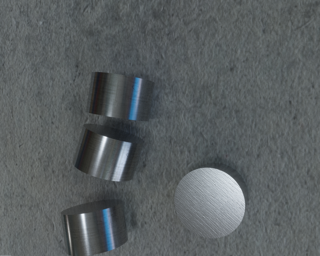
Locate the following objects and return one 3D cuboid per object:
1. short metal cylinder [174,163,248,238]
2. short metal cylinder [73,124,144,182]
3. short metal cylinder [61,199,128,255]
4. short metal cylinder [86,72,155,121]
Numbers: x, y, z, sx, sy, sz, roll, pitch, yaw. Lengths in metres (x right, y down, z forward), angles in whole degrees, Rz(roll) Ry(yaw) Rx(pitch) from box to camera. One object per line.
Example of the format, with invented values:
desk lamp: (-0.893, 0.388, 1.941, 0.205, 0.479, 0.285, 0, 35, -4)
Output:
short metal cylinder: (0.063, 0.084, 0.373, 0.080, 0.050, 0.079, 0, 90, 19)
short metal cylinder: (-0.066, 0.030, 0.402, 0.080, 0.080, 0.050, 19, 97, 18)
short metal cylinder: (-0.086, 0.129, 0.409, 0.080, 0.080, 0.050, -10, 87, 19)
short metal cylinder: (-0.050, -0.039, 0.396, 0.080, 0.080, 0.050, 10, 94, 19)
